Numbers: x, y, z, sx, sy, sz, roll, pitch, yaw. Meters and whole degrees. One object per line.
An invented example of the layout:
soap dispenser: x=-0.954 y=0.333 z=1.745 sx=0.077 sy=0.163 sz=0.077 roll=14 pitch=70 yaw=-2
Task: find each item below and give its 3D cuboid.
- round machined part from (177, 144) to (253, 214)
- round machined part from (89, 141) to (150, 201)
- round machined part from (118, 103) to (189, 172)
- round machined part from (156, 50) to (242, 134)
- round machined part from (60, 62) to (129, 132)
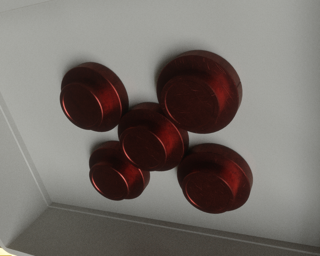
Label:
round machined part: x=0.067 y=0.072 z=0.404 sx=0.098 sy=0.042 sz=0.097 roll=13 pitch=124 yaw=20
round machined part: x=-0.068 y=0.072 z=0.475 sx=0.098 sy=0.042 sz=0.097 roll=13 pitch=124 yaw=20
round machined part: x=-0.014 y=0.019 z=0.413 sx=0.098 sy=0.042 sz=0.097 roll=13 pitch=124 yaw=20
round machined part: x=0.040 y=-0.035 z=0.352 sx=0.098 sy=0.042 sz=0.097 roll=13 pitch=124 yaw=20
round machined part: x=-0.096 y=-0.036 z=0.422 sx=0.098 sy=0.042 sz=0.097 roll=13 pitch=124 yaw=20
